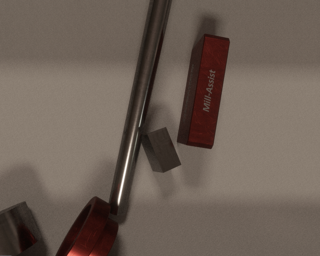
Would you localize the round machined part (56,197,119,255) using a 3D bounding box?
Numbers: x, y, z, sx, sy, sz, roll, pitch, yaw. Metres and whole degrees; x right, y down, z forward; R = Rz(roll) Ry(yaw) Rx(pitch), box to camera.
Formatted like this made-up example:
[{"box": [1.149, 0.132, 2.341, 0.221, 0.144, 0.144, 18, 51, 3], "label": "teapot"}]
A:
[{"box": [-0.086, 0.136, 0.375, 0.042, 0.098, 0.098, 34, 90, -11], "label": "round machined part"}]

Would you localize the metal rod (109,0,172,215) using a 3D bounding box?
[{"box": [-0.025, -0.032, 0.381, 0.025, 0.025, 0.298, 13, 102, -1], "label": "metal rod"}]

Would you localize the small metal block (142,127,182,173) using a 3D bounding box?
[{"box": [-0.001, 0.029, 0.396, 0.025, 0.050, 0.050, -22, 91, -17], "label": "small metal block"}]

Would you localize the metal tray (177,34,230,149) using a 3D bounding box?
[{"box": [0.051, -0.042, 0.393, 0.030, 0.090, 0.129, 9, 89, -5], "label": "metal tray"}]

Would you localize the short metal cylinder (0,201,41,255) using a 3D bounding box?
[{"box": [-0.197, 0.132, 0.381, 0.080, 0.080, 0.050, -23, 90, 0], "label": "short metal cylinder"}]
